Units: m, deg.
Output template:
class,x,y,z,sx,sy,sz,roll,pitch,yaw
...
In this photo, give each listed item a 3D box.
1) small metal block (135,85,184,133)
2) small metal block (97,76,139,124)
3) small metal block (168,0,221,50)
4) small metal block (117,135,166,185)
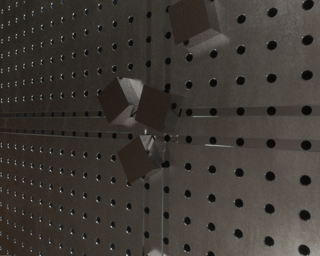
class,x,y,z,sx,sy,sz,roll,pitch,yaw
small metal block,-0.002,-0.026,0.409,0.050,0.025,0.050,25,106,37
small metal block,-0.060,-0.040,0.457,0.050,0.025,0.050,-39,67,33
small metal block,0.041,-0.130,0.374,0.050,0.025,0.050,-17,80,38
small metal block,-0.027,0.044,0.429,0.050,0.025,0.050,-37,68,33
